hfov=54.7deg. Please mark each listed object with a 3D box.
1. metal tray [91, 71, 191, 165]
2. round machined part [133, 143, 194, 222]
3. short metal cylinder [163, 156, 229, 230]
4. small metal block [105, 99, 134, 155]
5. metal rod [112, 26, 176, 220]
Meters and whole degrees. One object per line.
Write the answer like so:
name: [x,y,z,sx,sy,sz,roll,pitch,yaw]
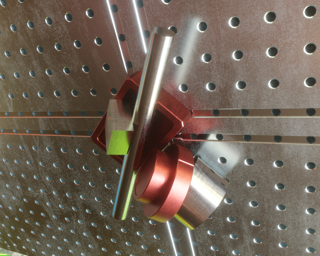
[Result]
metal tray: [-0.030,-0.001,0.421,0.090,0.030,0.129,40,129,0]
round machined part: [-0.001,0.064,0.389,0.042,0.098,0.097,24,130,-14]
short metal cylinder: [0.043,0.083,0.402,0.050,0.080,0.080,40,129,1]
small metal block: [-0.053,-0.001,0.393,0.025,0.050,0.050,2,140,-18]
metal rod: [-0.030,0.019,0.398,0.025,0.025,0.298,25,127,12]
